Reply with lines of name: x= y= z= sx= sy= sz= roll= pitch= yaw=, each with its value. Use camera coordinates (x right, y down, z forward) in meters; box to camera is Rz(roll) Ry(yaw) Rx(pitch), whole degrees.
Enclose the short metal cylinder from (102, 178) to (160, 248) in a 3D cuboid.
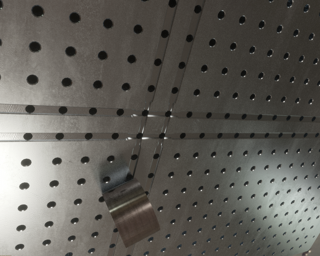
short metal cylinder: x=-0.041 y=0.116 z=0.427 sx=0.050 sy=0.080 sz=0.080 roll=-24 pitch=128 yaw=-14
